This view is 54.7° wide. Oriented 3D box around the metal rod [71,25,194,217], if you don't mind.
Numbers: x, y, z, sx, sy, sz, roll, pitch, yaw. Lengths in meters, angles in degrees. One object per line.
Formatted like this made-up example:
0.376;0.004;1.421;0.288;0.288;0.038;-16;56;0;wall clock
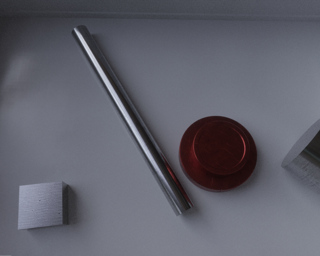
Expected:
-0.044;-0.021;0.416;0.025;0.025;0.299;-29;73;-10;metal rod

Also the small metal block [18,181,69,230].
-0.140;0.094;0.374;0.050;0.025;0.050;-6;70;-3;small metal block

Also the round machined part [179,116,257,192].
0.074;0.029;0.391;0.099;0.042;0.098;0;70;-1;round machined part

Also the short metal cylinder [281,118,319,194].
0.193;0.032;0.371;0.050;0.080;0.080;39;74;12;short metal cylinder
